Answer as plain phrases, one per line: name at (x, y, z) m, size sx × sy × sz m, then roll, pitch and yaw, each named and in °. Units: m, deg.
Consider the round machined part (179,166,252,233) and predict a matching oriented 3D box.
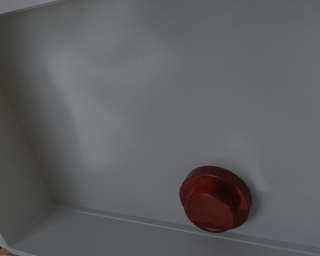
round machined part at (0.072, 0.104, 0.424) m, size 0.098 × 0.042 × 0.097 m, roll 13°, pitch 124°, yaw 21°
